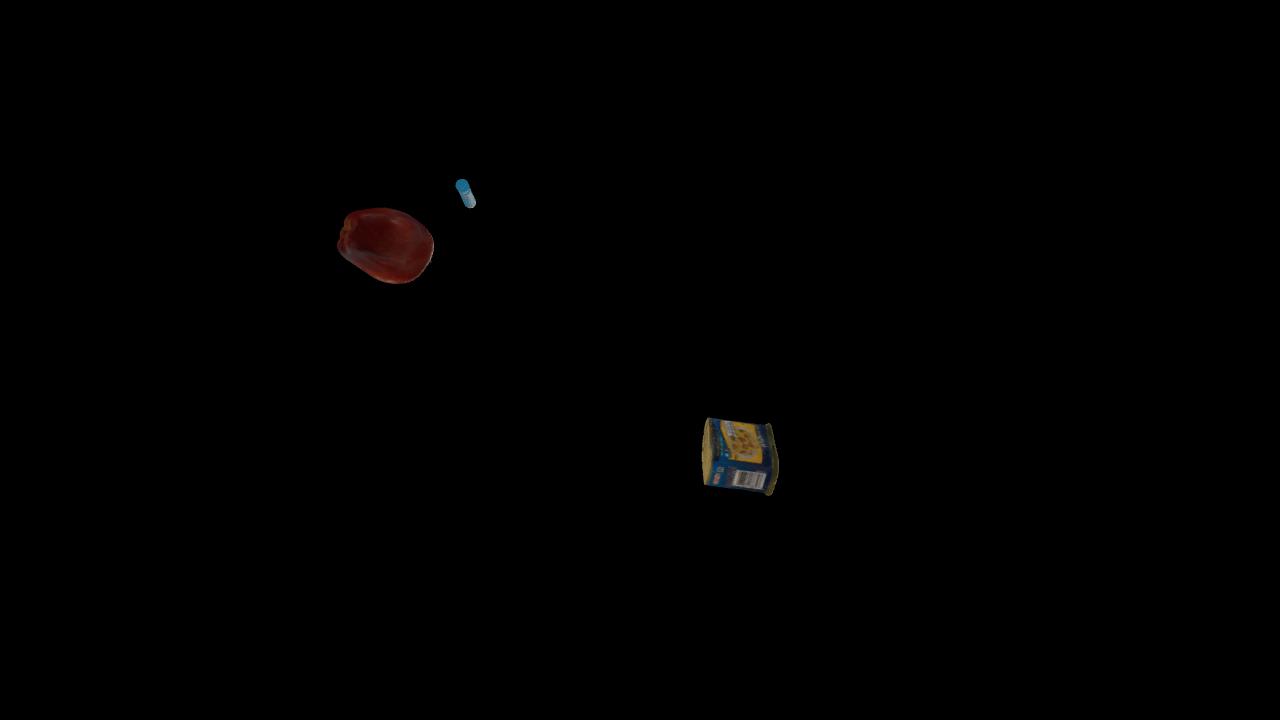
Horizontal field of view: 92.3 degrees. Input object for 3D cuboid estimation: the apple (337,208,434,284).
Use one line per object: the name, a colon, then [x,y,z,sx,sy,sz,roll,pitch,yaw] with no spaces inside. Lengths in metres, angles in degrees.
apple: [-0.264,-0.121,0.648,0.093,0.079,0.079,18,-12,-41]

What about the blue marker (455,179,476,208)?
blue marker: [-0.262,-0.250,0.927,0.020,0.020,0.121,0,2,-10]

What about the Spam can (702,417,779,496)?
Spam can: [0.126,0.122,0.794,0.085,0.058,0.101,8,30,-2]
